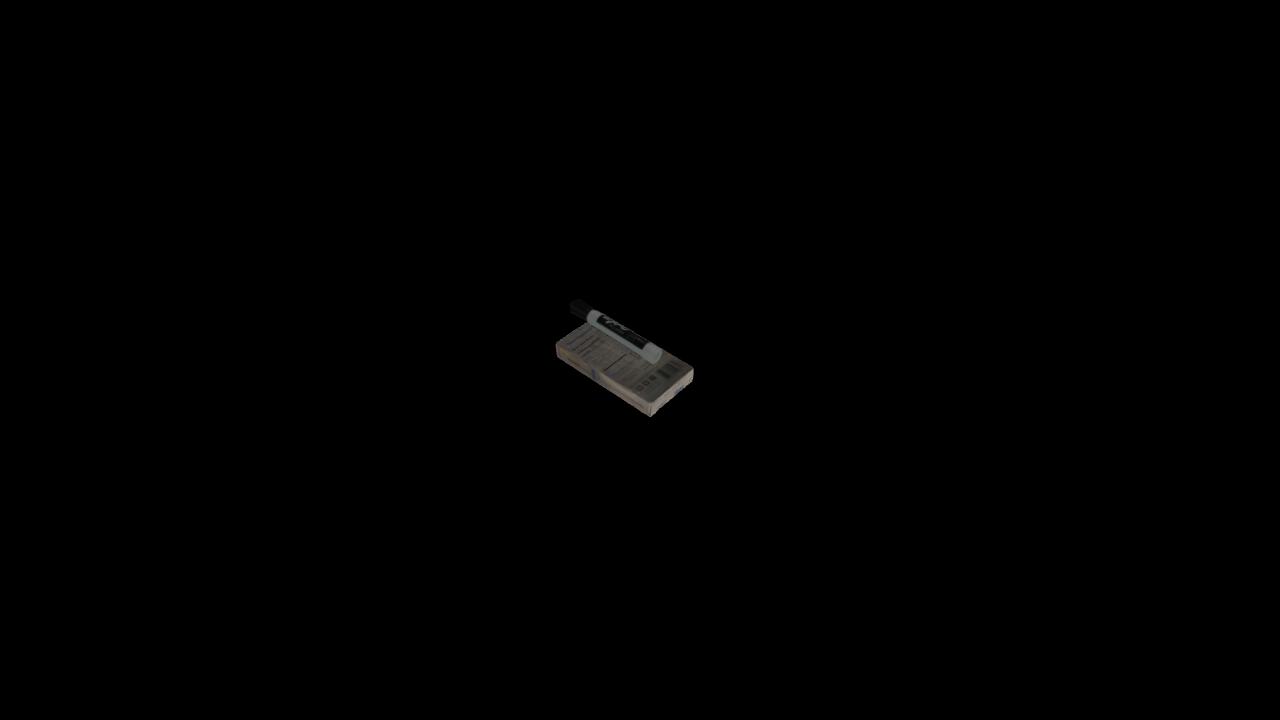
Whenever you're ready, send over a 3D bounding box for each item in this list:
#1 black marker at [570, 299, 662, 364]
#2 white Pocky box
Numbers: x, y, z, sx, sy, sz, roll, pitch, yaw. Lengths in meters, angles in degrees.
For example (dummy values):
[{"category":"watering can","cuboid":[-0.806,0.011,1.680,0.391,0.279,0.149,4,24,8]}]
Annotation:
[{"category":"black marker","cuboid":[-0.029,-0.033,0.666,0.121,0.020,0.020,32,13,22]},{"category":"white Pocky box","cuboid":[-0.020,0.002,0.741,0.154,0.028,0.084,31,51,28]}]
